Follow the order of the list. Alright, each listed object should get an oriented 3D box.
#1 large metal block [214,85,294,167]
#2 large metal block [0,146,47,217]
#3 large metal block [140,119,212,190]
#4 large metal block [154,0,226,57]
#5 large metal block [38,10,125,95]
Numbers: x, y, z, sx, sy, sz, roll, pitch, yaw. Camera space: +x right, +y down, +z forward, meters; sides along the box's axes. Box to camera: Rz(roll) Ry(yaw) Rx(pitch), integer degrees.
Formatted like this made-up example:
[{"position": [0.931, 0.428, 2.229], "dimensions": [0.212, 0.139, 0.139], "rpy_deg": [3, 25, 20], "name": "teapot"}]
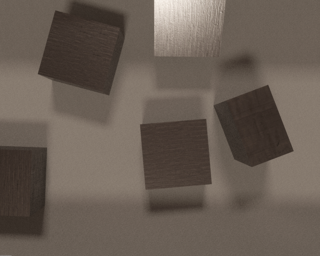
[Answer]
[{"position": [0.112, -0.003, 0.385], "dimensions": [0.050, 0.080, 0.080], "rpy_deg": [-21, 90, 0], "name": "large metal block"}, {"position": [-0.196, 0.065, 0.396], "dimensions": [0.081, 0.050, 0.079], "rpy_deg": [2, 90, -1], "name": "large metal block"}, {"position": [0.019, 0.032, 0.399], "dimensions": [0.081, 0.050, 0.079], "rpy_deg": [-5, 90, -1], "name": "large metal block"}, {"position": [0.034, -0.135, 0.382], "dimensions": [0.081, 0.050, 0.079], "rpy_deg": [1, 122, -1], "name": "large metal block"}, {"position": [-0.098, -0.093, 0.398], "dimensions": [0.080, 0.050, 0.080], "rpy_deg": [15, 90, -1], "name": "large metal block"}]
